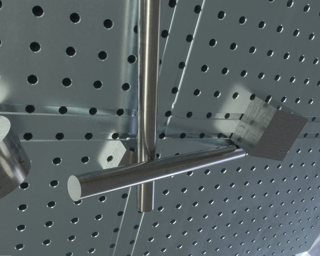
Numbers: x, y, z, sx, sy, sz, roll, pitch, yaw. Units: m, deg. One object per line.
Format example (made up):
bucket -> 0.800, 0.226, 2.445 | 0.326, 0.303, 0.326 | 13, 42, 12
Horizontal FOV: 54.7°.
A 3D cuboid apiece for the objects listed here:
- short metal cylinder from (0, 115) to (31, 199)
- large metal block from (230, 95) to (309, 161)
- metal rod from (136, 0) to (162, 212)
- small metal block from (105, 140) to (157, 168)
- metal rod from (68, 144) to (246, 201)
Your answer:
short metal cylinder -> -0.175, 0.030, 0.299 | 0.081, 0.080, 0.050 | -21, 127, -16
large metal block -> 0.174, 0.002, 0.494 | 0.081, 0.050, 0.079 | 11, 113, -34
metal rod -> -0.015, -0.029, 0.365 | 0.025, 0.025, 0.298 | -9, 116, -24
small metal block -> -0.040, 0.049, 0.421 | 0.050, 0.025, 0.050 | 18, 109, -36
metal rod -> 0.024, 0.047, 0.403 | 0.302, 0.025, 0.025 | -5, 123, -45
